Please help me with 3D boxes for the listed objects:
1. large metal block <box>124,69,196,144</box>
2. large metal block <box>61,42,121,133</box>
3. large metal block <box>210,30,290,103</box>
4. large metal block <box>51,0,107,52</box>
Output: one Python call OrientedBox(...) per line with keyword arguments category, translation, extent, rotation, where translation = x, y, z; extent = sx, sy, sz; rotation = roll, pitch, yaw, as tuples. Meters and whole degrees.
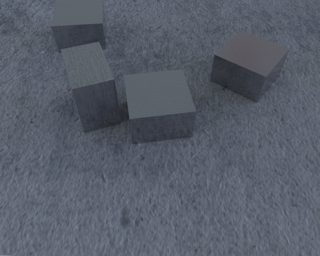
OrientedBox(category="large metal block", translation=(-0.002, -0.029, 0.412), extent=(0.081, 0.050, 0.080), rotation=(-7, 50, -6))
OrientedBox(category="large metal block", translation=(-0.091, -0.054, 0.412), extent=(0.050, 0.080, 0.080), rotation=(-16, 52, -13))
OrientedBox(category="large metal block", translation=(0.134, -0.095, 0.469), extent=(0.080, 0.050, 0.080), rotation=(30, 56, 23))
OrientedBox(category="large metal block", translation=(-0.136, -0.178, 0.535), extent=(0.081, 0.050, 0.080), rotation=(-5, 50, -5))
